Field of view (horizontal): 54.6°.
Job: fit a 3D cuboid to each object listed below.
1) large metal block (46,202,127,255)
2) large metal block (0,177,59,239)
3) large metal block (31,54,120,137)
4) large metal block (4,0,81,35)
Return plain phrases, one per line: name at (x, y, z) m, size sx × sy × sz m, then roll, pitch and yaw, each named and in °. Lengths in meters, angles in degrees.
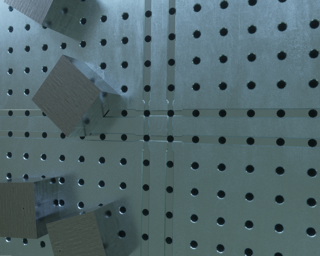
large metal block at (-0.102, 0.158, 0.436) m, size 0.080 × 0.050 × 0.080 m, roll -19°, pitch 84°, yaw 19°
large metal block at (-0.204, 0.119, 0.472) m, size 0.080 × 0.050 × 0.080 m, roll -4°, pitch 89°, yaw 20°
large metal block at (-0.120, -0.044, 0.442) m, size 0.080 × 0.050 × 0.080 m, roll 43°, pitch 103°, yaw 15°
large metal block at (-0.169, -0.198, 0.460) m, size 0.080 × 0.050 × 0.080 m, roll 33°, pitch 101°, yaw 17°
